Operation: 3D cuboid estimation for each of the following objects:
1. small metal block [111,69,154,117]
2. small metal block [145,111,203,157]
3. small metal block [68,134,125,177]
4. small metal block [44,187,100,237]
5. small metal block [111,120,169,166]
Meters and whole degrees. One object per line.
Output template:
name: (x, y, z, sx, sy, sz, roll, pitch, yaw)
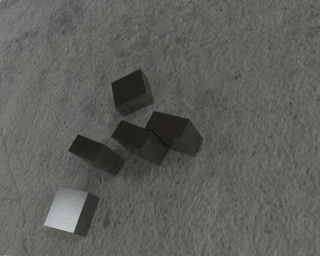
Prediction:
small metal block: (-0.041, -0.052, 0.456, 0.050, 0.025, 0.050, -24, 53, 13)
small metal block: (0.018, 0.007, 0.373, 0.050, 0.050, 0.025, 15, 70, 34)
small metal block: (-0.083, 0.036, 0.407, 0.050, 0.050, 0.025, 17, 71, 34)
small metal block: (-0.112, 0.107, 0.396, 0.050, 0.025, 0.050, 2, 63, 29)
small metal block: (-0.024, 0.019, 0.388, 0.050, 0.050, 0.025, 20, 73, 35)
